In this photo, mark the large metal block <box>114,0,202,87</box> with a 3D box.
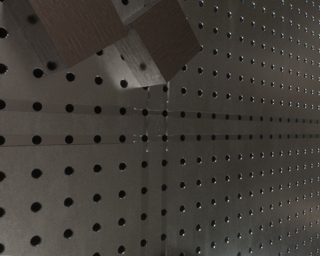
[{"bbox_3d":[-0.004,-0.109,0.391,0.080,0.050,0.080,-48,119,-30],"label":"large metal block"}]

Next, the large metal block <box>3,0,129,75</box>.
[{"bbox_3d":[-0.093,-0.111,0.316,0.080,0.050,0.080,-41,116,-32],"label":"large metal block"}]
